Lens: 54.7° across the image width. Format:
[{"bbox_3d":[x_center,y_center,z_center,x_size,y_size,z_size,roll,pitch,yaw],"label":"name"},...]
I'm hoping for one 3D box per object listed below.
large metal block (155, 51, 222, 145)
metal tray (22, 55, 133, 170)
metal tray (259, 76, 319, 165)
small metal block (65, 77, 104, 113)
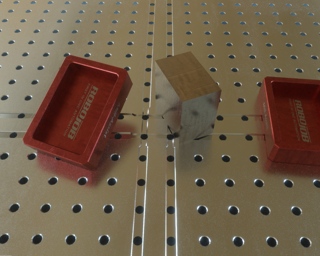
[{"bbox_3d":[0.032,-0.039,0.405,0.050,0.080,0.080,-18,53,-14],"label":"large metal block"},{"bbox_3d":[-0.101,-0.023,0.393,0.090,0.030,0.130,17,73,13],"label":"metal tray"},{"bbox_3d":[0.188,-0.013,0.416,0.091,0.030,0.130,5,50,4],"label":"metal tray"},{"bbox_3d":[-0.101,-0.042,0.442,0.050,0.025,0.050,-33,58,-25],"label":"small metal block"}]
